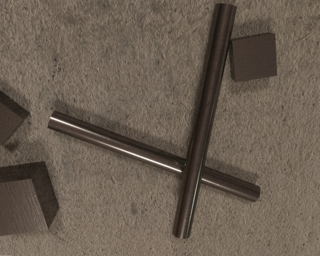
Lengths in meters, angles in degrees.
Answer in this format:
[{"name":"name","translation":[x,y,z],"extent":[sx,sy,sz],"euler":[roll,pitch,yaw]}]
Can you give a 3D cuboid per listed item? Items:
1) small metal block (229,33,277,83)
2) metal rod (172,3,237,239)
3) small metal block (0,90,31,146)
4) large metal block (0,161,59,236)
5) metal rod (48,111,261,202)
[{"name":"small metal block","translation":[0.113,-0.087,0.380],"extent":[0.050,0.025,0.050],"euler":[-9,110,3]},{"name":"metal rod","translation":[0.053,0.002,0.392],"extent":[0.025,0.025,0.298],"euler":[9,103,-4]},{"name":"small metal block","translation":[-0.208,-0.014,0.402],"extent":[0.050,0.025,0.050],"euler":[41,105,-14]},{"name":"large metal block","translation":[-0.197,0.098,0.430],"extent":[0.080,0.050,0.079],"euler":[-8,110,2]},{"name":"metal rod","translation":[-0.002,0.042,0.425],"extent":[0.302,0.025,0.025],"euler":[21,109,-8]}]
